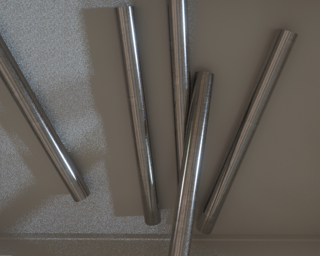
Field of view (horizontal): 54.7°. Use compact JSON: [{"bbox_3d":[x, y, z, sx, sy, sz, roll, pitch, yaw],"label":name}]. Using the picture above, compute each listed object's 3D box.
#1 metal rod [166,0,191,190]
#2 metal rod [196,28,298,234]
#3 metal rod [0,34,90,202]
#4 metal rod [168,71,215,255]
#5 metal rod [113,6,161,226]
[{"bbox_3d":[0.030,-0.013,0.407,0.025,0.025,0.298,-4,110,1],"label":"metal rod"},{"bbox_3d":[0.110,0.018,0.419,0.025,0.025,0.298,16,109,-6],"label":"metal rod"},{"bbox_3d":[-0.169,-0.031,0.397,0.025,0.025,0.299,-21,109,7],"label":"metal rod"},{"bbox_3d":[0.034,0.079,0.375,0.025,0.025,0.298,9,85,-4],"label":"metal rod"},{"bbox_3d":[-0.026,-0.001,0.410,0.025,0.025,0.298,-6,110,2],"label":"metal rod"}]
